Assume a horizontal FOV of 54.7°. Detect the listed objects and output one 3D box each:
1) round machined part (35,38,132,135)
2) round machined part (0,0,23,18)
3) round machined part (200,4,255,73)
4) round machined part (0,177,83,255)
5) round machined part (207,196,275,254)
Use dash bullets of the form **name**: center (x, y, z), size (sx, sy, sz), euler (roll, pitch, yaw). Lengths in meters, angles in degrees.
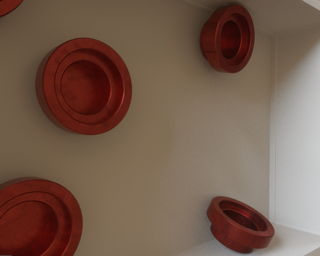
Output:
- **round machined part**: center (-0.082, -0.042, 0.327), size (0.099, 0.042, 0.097), euler (0, 90, -40)
- **round machined part**: center (-0.163, -0.136, 0.254), size (0.099, 0.042, 0.097), euler (-7, 101, -39)
- **round machined part**: center (0.098, -0.133, 0.469), size (0.099, 0.042, 0.097), euler (-13, 110, -40)
- **round machined part**: center (-0.127, 0.094, 0.289), size (0.099, 0.042, 0.097), euler (0, 90, -40)
- **round machined part**: center (0.115, 0.147, 0.461), size (0.099, 0.098, 0.042), euler (11, 107, -40)
